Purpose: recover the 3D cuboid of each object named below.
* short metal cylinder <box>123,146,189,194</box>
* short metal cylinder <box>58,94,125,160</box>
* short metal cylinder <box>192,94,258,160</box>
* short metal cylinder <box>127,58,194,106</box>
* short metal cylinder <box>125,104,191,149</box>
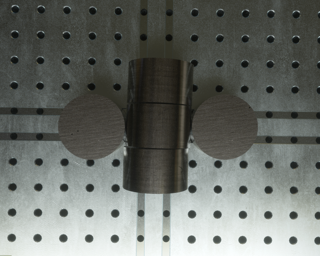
[{"bbox_3d":[-0.005,0.049,0.385,0.081,0.080,0.050,1,90,-1],"label":"short metal cylinder"},{"bbox_3d":[-0.083,-0.001,0.399,0.081,0.050,0.079,0,90,-1],"label":"short metal cylinder"},{"bbox_3d":[0.079,-0.001,0.401,0.081,0.050,0.079,0,90,-1],"label":"short metal cylinder"},{"bbox_3d":[0.001,-0.054,0.385,0.081,0.080,0.050,3,90,-1],"label":"short metal cylinder"},{"bbox_3d":[-0.002,-0.002,0.385,0.081,0.080,0.050,2,90,-1],"label":"short metal cylinder"}]
